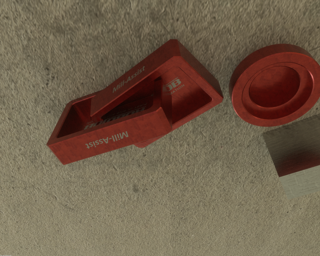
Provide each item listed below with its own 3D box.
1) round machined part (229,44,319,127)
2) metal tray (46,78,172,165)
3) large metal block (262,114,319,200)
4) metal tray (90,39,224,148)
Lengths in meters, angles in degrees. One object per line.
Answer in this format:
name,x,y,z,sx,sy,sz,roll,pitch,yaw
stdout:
round machined part,0.128,-0.051,0.354,0.099,0.042,0.097,-1,130,0
metal tray,-0.053,-0.014,0.350,0.130,0.090,0.030,-17,124,13
large metal block,0.190,0.036,0.405,0.080,0.080,0.050,-21,127,17
metal tray,-0.005,-0.032,0.361,0.130,0.030,0.090,-31,135,26
